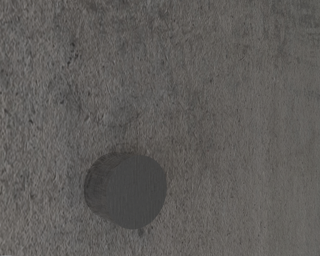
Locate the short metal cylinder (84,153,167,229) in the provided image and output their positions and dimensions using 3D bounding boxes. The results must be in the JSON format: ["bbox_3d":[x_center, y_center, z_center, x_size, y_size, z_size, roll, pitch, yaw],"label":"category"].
[{"bbox_3d":[-0.039,0.069,0.355,0.081,0.050,0.080,0,90,-40],"label":"short metal cylinder"}]
